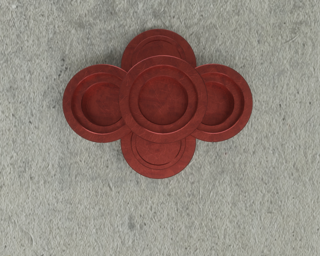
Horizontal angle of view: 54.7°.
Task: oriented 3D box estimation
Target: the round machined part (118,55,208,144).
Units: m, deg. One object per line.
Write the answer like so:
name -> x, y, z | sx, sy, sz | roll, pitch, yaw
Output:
round machined part -> 0.003, -0.031, 0.360 | 0.099, 0.042, 0.097 | 0, 90, -1

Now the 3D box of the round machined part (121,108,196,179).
round machined part -> -0.002, 0.018, 0.402 | 0.099, 0.042, 0.097 | 0, 90, -1

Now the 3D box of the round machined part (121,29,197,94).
round machined part -> -0.001, -0.081, 0.402 | 0.099, 0.042, 0.097 | 0, 90, -1

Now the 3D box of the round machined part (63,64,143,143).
round machined part -> -0.071, -0.030, 0.402 | 0.099, 0.042, 0.097 | 0, 90, -1

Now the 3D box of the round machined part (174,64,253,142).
round machined part -> 0.066, -0.031, 0.403 | 0.099, 0.042, 0.097 | 0, 90, -1
